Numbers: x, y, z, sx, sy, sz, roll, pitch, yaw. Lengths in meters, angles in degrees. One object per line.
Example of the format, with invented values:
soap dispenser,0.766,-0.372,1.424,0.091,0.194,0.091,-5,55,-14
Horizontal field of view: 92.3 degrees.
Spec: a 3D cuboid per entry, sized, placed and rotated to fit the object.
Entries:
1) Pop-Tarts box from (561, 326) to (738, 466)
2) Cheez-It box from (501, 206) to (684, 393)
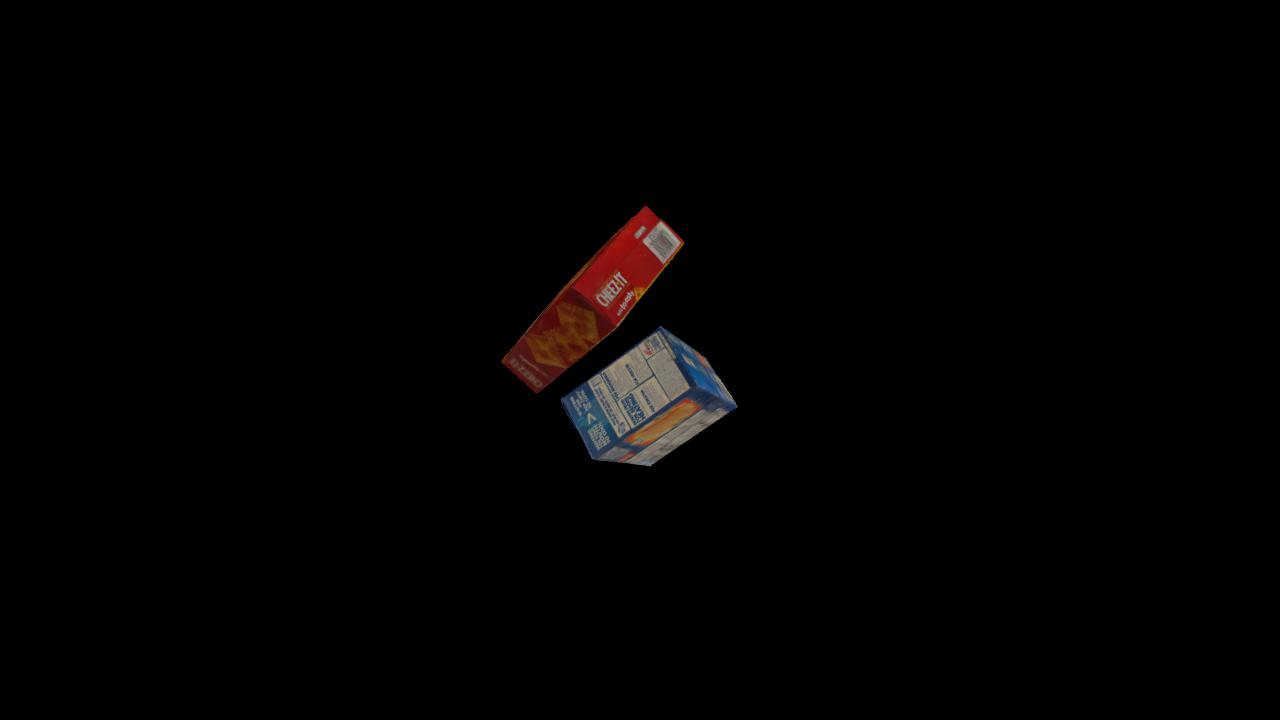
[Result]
Pop-Tarts box,0.017,0.050,0.717,0.141,0.083,0.167,-36,-23,12
Cheez-It box,-0.063,-0.068,0.748,0.223,0.071,0.166,-34,17,52
